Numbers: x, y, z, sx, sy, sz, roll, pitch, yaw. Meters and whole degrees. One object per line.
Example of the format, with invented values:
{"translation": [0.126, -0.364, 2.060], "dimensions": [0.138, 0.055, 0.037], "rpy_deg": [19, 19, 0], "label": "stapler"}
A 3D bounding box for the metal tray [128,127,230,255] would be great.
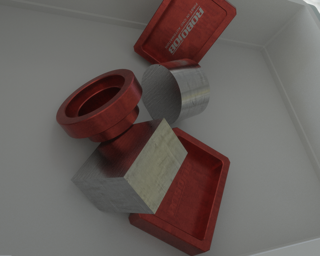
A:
{"translation": [0.029, 0.072, 0.375], "dimensions": [0.090, 0.030, 0.130], "rpy_deg": [31, 51, -9], "label": "metal tray"}

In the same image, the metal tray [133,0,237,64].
{"translation": [0.034, -0.140, 0.443], "dimensions": [0.090, 0.129, 0.030], "rpy_deg": [36, 27, -5], "label": "metal tray"}

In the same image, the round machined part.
{"translation": [-0.063, -0.021, 0.351], "dimensions": [0.042, 0.098, 0.098], "rpy_deg": [60, 42, -32], "label": "round machined part"}

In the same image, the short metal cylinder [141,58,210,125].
{"translation": [0.019, -0.049, 0.412], "dimensions": [0.050, 0.080, 0.080], "rpy_deg": [-20, 73, -36], "label": "short metal cylinder"}

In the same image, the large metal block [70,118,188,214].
{"translation": [-0.030, 0.040, 0.322], "dimensions": [0.050, 0.080, 0.080], "rpy_deg": [56, 46, -25], "label": "large metal block"}
